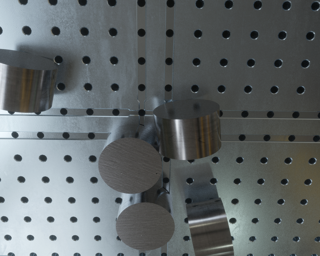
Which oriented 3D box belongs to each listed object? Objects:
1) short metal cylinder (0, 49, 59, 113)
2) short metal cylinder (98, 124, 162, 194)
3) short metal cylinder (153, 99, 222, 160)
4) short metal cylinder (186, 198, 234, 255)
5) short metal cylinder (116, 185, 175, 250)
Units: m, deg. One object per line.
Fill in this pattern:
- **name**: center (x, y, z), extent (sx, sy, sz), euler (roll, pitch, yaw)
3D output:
- **short metal cylinder**: center (-0.164, -0.056, 0.361), extent (0.081, 0.080, 0.050), euler (15, 109, -6)
- **short metal cylinder**: center (-0.038, 0.040, 0.414), extent (0.081, 0.050, 0.079), euler (0, 110, -1)
- **short metal cylinder**: center (0.034, -0.001, 0.384), extent (0.080, 0.080, 0.050), euler (-6, 110, 2)
- **short metal cylinder**: center (0.069, 0.143, 0.438), extent (0.050, 0.080, 0.079), euler (-12, 110, 4)
- **short metal cylinder**: center (-0.020, 0.127, 0.447), extent (0.081, 0.050, 0.079), euler (0, 110, -1)
